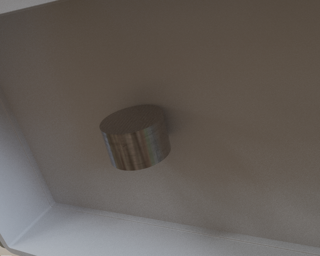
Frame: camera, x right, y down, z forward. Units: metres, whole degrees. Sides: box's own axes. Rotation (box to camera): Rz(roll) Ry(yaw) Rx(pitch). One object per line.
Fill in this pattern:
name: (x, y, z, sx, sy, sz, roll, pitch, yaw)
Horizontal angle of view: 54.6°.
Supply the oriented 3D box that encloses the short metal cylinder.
short metal cylinder: (-0.030, 0.010, 0.392, 0.080, 0.080, 0.050, 2, 119, 27)
